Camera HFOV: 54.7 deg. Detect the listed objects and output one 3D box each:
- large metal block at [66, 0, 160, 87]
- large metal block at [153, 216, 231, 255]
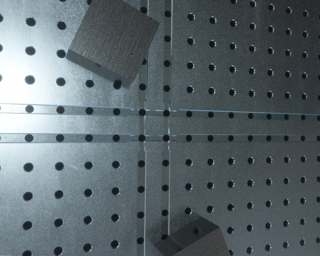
[{"bbox_3d":[-0.058,-0.107,0.378,0.080,0.050,0.080,25,82,-19],"label":"large metal block"},{"bbox_3d":[0.049,0.181,0.419,0.081,0.050,0.080,-24,98,-19],"label":"large metal block"}]
